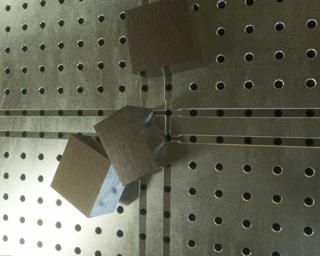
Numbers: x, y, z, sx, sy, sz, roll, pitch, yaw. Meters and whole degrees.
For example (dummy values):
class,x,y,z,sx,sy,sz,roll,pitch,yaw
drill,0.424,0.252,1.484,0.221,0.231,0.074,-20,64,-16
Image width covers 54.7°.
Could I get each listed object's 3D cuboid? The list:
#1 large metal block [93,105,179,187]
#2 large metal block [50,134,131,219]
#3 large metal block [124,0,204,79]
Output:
class,x,y,z,sx,sy,sz,roll,pitch,yaw
large metal block,-0.027,0.020,0.392,0.050,0.080,0.080,-31,80,17
large metal block,-0.092,0.063,0.422,0.080,0.050,0.080,28,99,29
large metal block,0.006,-0.113,0.396,0.080,0.050,0.080,-9,87,19
